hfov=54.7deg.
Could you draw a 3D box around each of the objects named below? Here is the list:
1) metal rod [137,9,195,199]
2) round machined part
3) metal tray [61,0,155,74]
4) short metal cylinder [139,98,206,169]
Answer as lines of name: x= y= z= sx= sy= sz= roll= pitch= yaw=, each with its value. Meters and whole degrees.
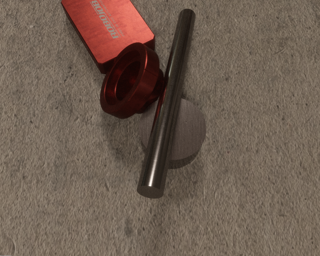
metal rod: x=0.016 y=-0.055 z=0.380 sx=0.025 sy=0.025 sz=0.300 roll=10 pitch=52 yaw=3
round machined part: x=-0.032 y=-0.057 z=0.401 sx=0.042 sy=0.098 sz=0.098 roll=25 pitch=65 yaw=-36
metal tray: x=-0.077 y=-0.153 z=0.461 sx=0.090 sy=0.030 sz=0.130 roll=-29 pitch=73 yaw=-11
short metal cylinder: x=0.015 y=0.008 z=0.392 sx=0.081 sy=0.050 sz=0.080 roll=0 pitch=70 yaw=-1
